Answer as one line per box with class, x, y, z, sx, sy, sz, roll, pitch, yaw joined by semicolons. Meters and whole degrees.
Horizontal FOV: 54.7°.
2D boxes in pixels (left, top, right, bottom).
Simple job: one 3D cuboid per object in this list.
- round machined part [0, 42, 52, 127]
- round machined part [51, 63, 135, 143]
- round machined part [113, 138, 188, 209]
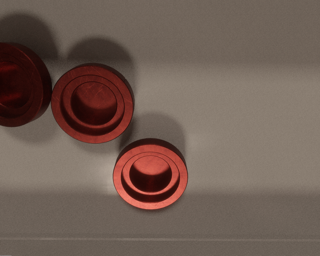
round machined part;-0.175;-0.053;0.373;0.098;0.042;0.097;3;107;11
round machined part;-0.081;-0.033;0.389;0.099;0.042;0.097;0;110;-1
round machined part;-0.013;0.058;0.424;0.099;0.042;0.097;0;110;-1
